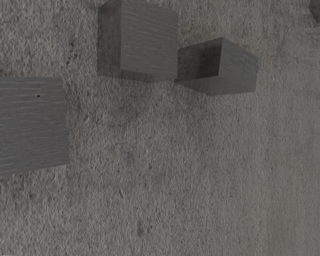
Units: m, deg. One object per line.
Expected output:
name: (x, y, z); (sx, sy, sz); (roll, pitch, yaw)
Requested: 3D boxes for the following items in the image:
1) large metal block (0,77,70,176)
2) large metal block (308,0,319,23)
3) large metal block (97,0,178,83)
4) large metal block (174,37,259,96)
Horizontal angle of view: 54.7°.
large metal block: (-0.133, -0.003, 0.277); (0.081, 0.050, 0.079); (-8, 95, -40)
large metal block: (0.395, -0.294, 0.698); (0.050, 0.080, 0.080); (38, 67, -34)
large metal block: (-0.025, -0.100, 0.367); (0.081, 0.050, 0.080); (1, 89, -40)
large metal block: (0.079, -0.081, 0.435); (0.081, 0.080, 0.050); (13, 82, -39)
